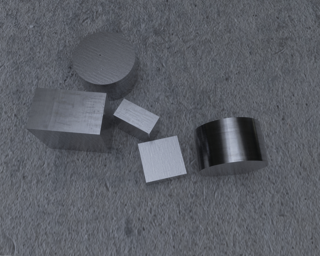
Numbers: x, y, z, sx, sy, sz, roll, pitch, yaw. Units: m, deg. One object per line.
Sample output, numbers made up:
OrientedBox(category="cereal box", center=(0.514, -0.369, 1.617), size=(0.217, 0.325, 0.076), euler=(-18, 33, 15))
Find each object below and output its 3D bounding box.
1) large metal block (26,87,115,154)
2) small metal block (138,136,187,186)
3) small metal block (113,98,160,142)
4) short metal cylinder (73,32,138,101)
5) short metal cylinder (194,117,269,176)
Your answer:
OrientedBox(category="large metal block", center=(-0.103, -0.006, 0.380), size=(0.080, 0.080, 0.050), euler=(5, 70, 1))
OrientedBox(category="small metal block", center=(0.002, 0.042, 0.393), size=(0.050, 0.025, 0.050), euler=(-12, 71, -5))
OrientedBox(category="small metal block", center=(-0.029, -0.006, 0.397), size=(0.050, 0.050, 0.025), euler=(28, 73, 9))
OrientedBox(category="short metal cylinder", center=(-0.073, -0.083, 0.424), size=(0.081, 0.050, 0.080), euler=(0, 70, 0))
OrientedBox(category="short metal cylinder", center=(0.083, 0.025, 0.371), size=(0.081, 0.080, 0.050), euler=(-5, 70, -2))
